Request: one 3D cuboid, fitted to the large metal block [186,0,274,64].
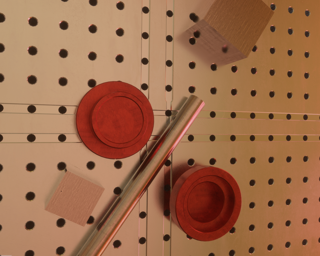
[{"bbox_3d":[0.098,-0.150,0.435,0.080,0.050,0.080,35,79,-17],"label":"large metal block"}]

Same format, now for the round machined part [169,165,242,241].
[{"bbox_3d":[0.058,0.100,0.425,0.099,0.042,0.097,0,90,-20],"label":"round machined part"}]

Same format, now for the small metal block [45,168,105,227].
[{"bbox_3d":[-0.103,0.083,0.375,0.050,0.025,0.050,31,80,-18],"label":"small metal block"}]

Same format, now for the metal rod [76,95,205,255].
[{"bbox_3d":[-0.033,0.081,0.400,0.025,0.025,0.300,39,78,-16],"label":"metal rod"}]

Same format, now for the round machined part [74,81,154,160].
[{"bbox_3d":[-0.053,-0.009,0.384,0.099,0.042,0.097,0,90,-20],"label":"round machined part"}]
